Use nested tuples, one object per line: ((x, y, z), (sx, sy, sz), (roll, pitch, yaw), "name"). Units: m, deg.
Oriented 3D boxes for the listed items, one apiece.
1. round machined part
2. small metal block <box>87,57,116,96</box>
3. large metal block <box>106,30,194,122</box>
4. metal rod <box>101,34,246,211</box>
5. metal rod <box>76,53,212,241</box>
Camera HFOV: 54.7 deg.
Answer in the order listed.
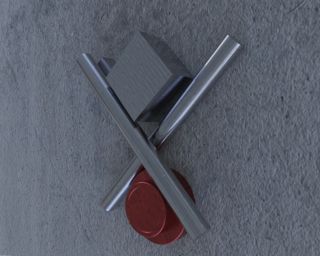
((-0.006, 0.101, 0.398), (0.098, 0.042, 0.097), (0, 90, 39), "round machined part")
((-0.078, -0.071, 0.470), (0.050, 0.025, 0.050), (50, 119, 28), "small metal block")
((-0.014, -0.064, 0.401), (0.080, 0.050, 0.080), (-49, 61, 28), "large metal block")
((0.002, 0.010, 0.405), (0.025, 0.025, 0.298), (52, 120, 27), "metal rod")
((-0.034, 0.006, 0.399), (0.025, 0.025, 0.300), (-51, 61, 28), "metal rod")
